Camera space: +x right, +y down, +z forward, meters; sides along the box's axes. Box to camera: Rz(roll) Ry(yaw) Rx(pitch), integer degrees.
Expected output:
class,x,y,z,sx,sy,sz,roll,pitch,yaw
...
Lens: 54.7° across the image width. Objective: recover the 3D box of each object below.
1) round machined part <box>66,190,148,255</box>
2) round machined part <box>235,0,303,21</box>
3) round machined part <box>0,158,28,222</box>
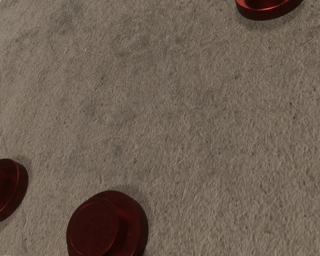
class,x,y,z,sx,sy,sz,roll,pitch,yaw
round machined part,-0.067,0.118,0.354,0.098,0.042,0.098,-13,56,20
round machined part,0.153,-0.203,0.437,0.098,0.042,0.098,-13,56,20
round machined part,-0.253,0.090,0.468,0.098,0.042,0.098,-13,56,20
